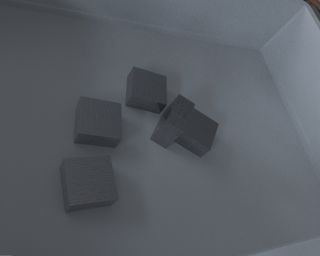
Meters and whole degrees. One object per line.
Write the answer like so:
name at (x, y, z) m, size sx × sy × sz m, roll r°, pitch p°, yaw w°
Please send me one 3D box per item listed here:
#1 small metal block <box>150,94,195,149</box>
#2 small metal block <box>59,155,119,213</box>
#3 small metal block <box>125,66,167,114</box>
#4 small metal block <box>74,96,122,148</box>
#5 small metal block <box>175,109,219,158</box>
small metal block at (0.016, -0.008, 0.405) m, size 0.025 × 0.050 × 0.050 m, roll 32°, pitch 51°, yaw -8°
small metal block at (-0.076, 0.058, 0.330) m, size 0.050 × 0.025 × 0.050 m, roll -1°, pitch 63°, yaw -29°
small metal block at (-0.019, -0.052, 0.429) m, size 0.050 × 0.025 × 0.050 m, roll 13°, pitch 56°, yaw -21°
small metal block at (-0.074, -0.007, 0.371) m, size 0.050 × 0.025 × 0.050 m, roll 9°, pitch 58°, yaw -24°
small metal block at (0.049, 0.005, 0.431) m, size 0.050 × 0.025 × 0.050 m, roll 32°, pitch 51°, yaw -8°
